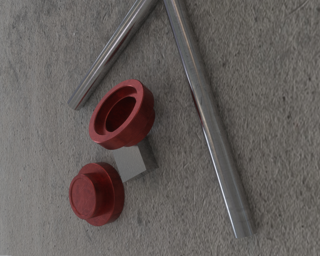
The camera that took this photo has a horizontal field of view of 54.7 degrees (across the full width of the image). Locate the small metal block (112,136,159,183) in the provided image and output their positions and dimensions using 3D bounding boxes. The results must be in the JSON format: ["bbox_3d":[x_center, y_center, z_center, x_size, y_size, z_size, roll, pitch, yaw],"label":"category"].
[{"bbox_3d":[-0.035,0.043,0.434,0.050,0.025,0.050,-33,70,35],"label":"small metal block"}]

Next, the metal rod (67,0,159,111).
[{"bbox_3d":[-0.055,-0.133,0.450,0.299,0.025,0.025,-46,63,30],"label":"metal rod"}]

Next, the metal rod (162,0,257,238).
[{"bbox_3d":[0.053,-0.027,0.361,0.025,0.025,0.299,-25,75,37],"label":"metal rod"}]

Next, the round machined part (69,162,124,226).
[{"bbox_3d":[-0.104,0.103,0.480,0.098,0.042,0.097,0,90,40],"label":"round machined part"}]

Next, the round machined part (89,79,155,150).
[{"bbox_3d":[-0.045,-0.014,0.413,0.098,0.042,0.098,-26,44,28],"label":"round machined part"}]
